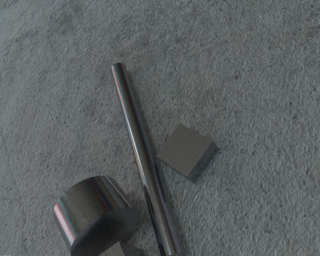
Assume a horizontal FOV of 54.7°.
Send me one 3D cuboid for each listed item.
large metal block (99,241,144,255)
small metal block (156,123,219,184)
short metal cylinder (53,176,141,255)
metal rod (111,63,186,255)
[{"bbox_3d":[-0.045,0.174,0.304,0.080,0.050,0.080,-37,51,3],"label":"large metal block"},{"bbox_3d":[0.032,0.030,0.368,0.050,0.025,0.050,29,78,37],"label":"small metal block"},{"bbox_3d":[-0.069,0.100,0.342,0.080,0.080,0.050,-44,51,-2],"label":"short metal cylinder"},{"bbox_3d":[-0.026,0.019,0.404,0.025,0.025,0.299,-28,52,10],"label":"metal rod"}]
